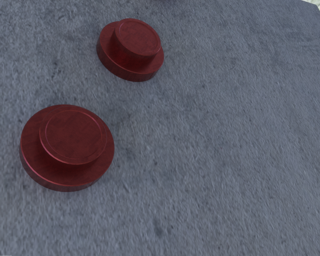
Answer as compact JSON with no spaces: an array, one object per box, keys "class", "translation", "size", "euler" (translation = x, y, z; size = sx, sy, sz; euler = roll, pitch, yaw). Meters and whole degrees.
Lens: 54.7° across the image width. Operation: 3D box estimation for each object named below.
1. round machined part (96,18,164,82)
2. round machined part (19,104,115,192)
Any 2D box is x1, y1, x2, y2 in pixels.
[{"class":"round machined part","translation":[-0.038,-0.118,0.446],"size":[0.099,0.042,0.098],"euler":[14,56,-21]},{"class":"round machined part","translation":[-0.096,0.015,0.333],"size":[0.099,0.042,0.098],"euler":[14,56,-21]}]
